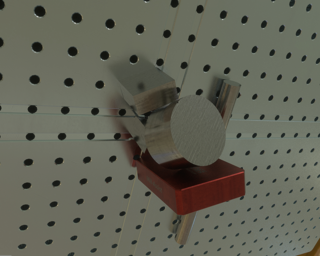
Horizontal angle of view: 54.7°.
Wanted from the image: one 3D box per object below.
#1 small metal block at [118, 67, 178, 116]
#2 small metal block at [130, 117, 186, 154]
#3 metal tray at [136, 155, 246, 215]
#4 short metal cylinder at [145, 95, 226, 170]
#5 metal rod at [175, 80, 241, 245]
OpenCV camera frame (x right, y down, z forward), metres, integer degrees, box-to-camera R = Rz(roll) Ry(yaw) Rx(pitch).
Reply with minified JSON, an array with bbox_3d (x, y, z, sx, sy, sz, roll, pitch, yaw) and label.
[{"bbox_3d":[-0.014,-0.044,0.359,0.050,0.050,0.025,-23,125,-14],"label":"small metal block"},{"bbox_3d":[-0.004,0.012,0.400,0.050,0.050,0.025,11,113,-33],"label":"small metal block"},{"bbox_3d":[0.034,0.060,0.397,0.091,0.130,0.030,-11,104,-23],"label":"metal tray"},{"bbox_3d":[0.030,0.006,0.360,0.081,0.050,0.080,9,74,-34],"label":"short metal cylinder"},{"bbox_3d":[0.069,0.069,0.491,0.025,0.025,0.298,-1,119,-28],"label":"metal rod"}]
